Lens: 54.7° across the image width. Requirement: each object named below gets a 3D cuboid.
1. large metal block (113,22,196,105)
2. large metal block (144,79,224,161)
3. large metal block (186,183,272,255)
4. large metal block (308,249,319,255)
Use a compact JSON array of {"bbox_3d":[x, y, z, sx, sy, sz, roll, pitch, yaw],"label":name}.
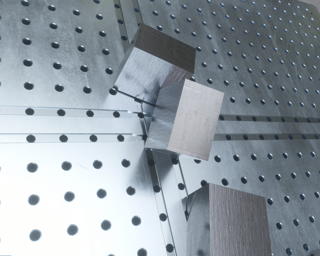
[{"bbox_3d":[-0.008,-0.080,0.418,0.080,0.080,0.050,21,51,-16],"label":"large metal block"},{"bbox_3d":[0.026,-0.007,0.375,0.050,0.080,0.080,17,82,-19],"label":"large metal block"},{"bbox_3d":[0.079,0.119,0.364,0.081,0.050,0.080,17,55,-19],"label":"large metal block"},{"bbox_3d":[0.215,0.206,0.385,0.081,0.050,0.080,-22,74,-36],"label":"large metal block"}]
